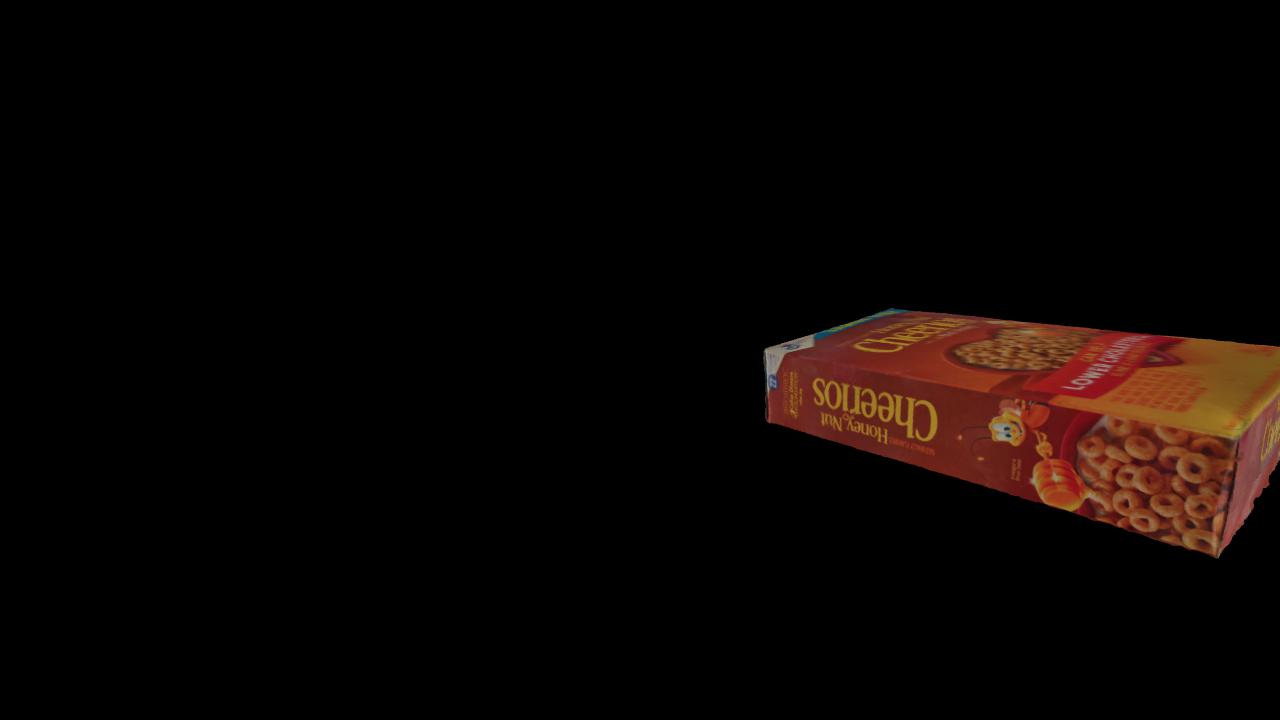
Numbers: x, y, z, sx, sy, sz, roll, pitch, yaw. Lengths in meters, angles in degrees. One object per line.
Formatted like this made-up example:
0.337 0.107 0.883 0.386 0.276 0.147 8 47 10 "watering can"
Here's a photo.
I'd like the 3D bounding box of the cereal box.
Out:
0.275 0.023 0.473 0.203 0.081 0.306 -15 18 -34 "cereal box"
